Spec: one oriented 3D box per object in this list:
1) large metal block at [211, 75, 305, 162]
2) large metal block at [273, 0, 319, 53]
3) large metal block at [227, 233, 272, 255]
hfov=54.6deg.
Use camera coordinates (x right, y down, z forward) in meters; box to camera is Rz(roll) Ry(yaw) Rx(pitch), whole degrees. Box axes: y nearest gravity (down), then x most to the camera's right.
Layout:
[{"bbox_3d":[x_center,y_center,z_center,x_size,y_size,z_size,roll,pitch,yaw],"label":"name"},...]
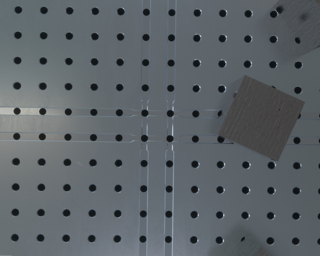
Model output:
[{"bbox_3d":[0.124,-0.012,0.402,0.080,0.050,0.080,24,90,0],"label":"large metal block"},{"bbox_3d":[0.200,-0.150,0.387,0.050,0.080,0.080,-36,90,0],"label":"large metal block"},{"bbox_3d":[0.124,0.201,0.402,0.080,0.050,0.080,44,90,0],"label":"large metal block"}]
